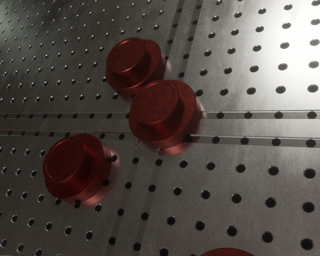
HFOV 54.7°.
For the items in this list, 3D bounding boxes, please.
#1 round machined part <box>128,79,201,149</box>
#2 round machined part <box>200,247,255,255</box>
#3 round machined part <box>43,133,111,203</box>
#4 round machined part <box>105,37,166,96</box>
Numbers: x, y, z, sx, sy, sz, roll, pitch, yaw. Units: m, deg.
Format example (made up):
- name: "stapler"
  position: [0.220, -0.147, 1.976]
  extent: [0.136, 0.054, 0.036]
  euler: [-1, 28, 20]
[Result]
- name: "round machined part"
  position: [0.001, -0.025, 0.411]
  extent: [0.098, 0.042, 0.098]
  euler: [-13, 56, 20]
- name: "round machined part"
  position: [0.060, 0.156, 0.270]
  extent: [0.098, 0.042, 0.098]
  euler: [-13, 56, 20]
- name: "round machined part"
  position: [-0.121, 0.050, 0.428]
  extent: [0.098, 0.042, 0.098]
  euler: [-13, 56, 20]
- name: "round machined part"
  position: [-0.043, -0.101, 0.481]
  extent: [0.098, 0.042, 0.098]
  euler: [-13, 56, 20]
